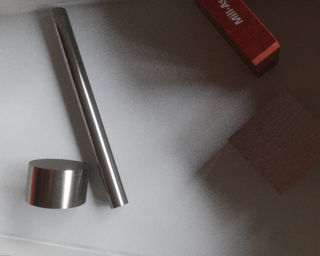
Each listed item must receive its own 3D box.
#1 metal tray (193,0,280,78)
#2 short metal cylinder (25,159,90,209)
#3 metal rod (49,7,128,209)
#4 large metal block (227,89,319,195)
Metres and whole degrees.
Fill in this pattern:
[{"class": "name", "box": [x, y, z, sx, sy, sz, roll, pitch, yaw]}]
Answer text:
[{"class": "metal tray", "box": [0.079, -0.120, 0.347, 0.030, 0.090, 0.130, -39, 78, 16]}, {"class": "short metal cylinder", "box": [-0.141, 0.075, 0.429, 0.080, 0.080, 0.050, 8, 93, 19]}, {"class": "metal rod", "box": [-0.104, -0.033, 0.445, 0.025, 0.025, 0.299, -21, 83, 18]}, {"class": "large metal block", "box": [0.137, 0.015, 0.349, 0.080, 0.050, 0.080, -45, 77, 14]}]
